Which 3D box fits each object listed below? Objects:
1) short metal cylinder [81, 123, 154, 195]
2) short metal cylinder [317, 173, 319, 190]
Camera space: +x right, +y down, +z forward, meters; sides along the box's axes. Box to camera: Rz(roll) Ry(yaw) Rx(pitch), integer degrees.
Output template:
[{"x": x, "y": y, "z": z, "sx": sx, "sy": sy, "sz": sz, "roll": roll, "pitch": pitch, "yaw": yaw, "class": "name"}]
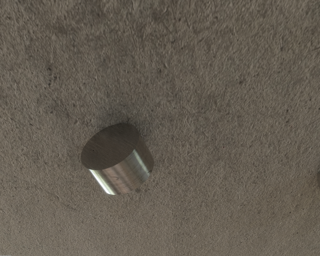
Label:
[{"x": -0.055, "y": 0.039, "z": 0.404, "sx": 0.080, "sy": 0.080, "sz": 0.050, "roll": -16, "pitch": 128, "yaw": 13, "class": "short metal cylinder"}, {"x": 0.275, "y": 0.100, "z": 0.459, "sx": 0.050, "sy": 0.080, "sz": 0.080, "roll": -17, "pitch": 128, "yaw": 14, "class": "short metal cylinder"}]
